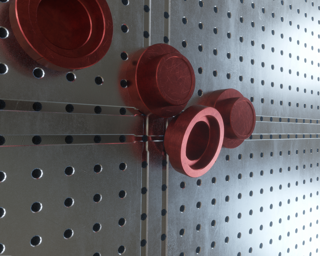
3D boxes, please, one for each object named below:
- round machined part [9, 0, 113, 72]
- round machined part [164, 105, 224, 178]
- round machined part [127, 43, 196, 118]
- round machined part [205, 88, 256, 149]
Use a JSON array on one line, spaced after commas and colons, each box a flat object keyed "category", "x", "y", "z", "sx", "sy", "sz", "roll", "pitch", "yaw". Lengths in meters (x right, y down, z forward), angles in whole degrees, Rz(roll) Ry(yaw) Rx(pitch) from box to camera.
[{"category": "round machined part", "x": -0.101, "y": -0.106, "z": 0.315, "sx": 0.099, "sy": 0.042, "sz": 0.097, "roll": 0, "pitch": 90, "yaw": -40}, {"category": "round machined part", "x": 0.043, "y": 0.015, "z": 0.427, "sx": 0.099, "sy": 0.042, "sz": 0.097, "roll": -19, "pitch": 117, "yaw": -43}, {"category": "round machined part", "x": 0.009, "y": -0.062, "z": 0.407, "sx": 0.099, "sy": 0.042, "sz": 0.097, "roll": 0, "pitch": 90, "yaw": -40}, {"category": "round machined part", "x": 0.118, "y": -0.015, "z": 0.500, "sx": 0.099, "sy": 0.042, "sz": 0.097, "roll": 0, "pitch": 90, "yaw": -40}]
